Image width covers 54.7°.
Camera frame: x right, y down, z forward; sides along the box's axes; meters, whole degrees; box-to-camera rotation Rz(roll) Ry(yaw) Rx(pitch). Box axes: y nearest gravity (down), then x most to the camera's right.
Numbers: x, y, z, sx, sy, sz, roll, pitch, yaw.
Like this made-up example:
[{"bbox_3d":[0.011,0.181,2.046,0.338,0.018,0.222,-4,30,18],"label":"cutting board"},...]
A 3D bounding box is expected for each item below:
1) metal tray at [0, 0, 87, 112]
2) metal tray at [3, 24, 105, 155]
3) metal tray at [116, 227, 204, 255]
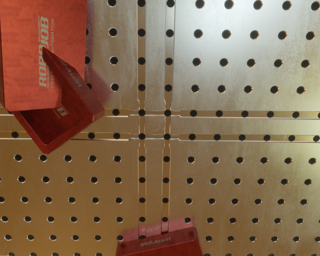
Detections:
[{"bbox_3d":[-0.134,-0.087,0.352,0.091,0.030,0.129,-8,115,-35],"label":"metal tray"},{"bbox_3d":[-0.139,-0.044,0.370,0.090,0.030,0.130,-33,96,22],"label":"metal tray"},{"bbox_3d":[0.005,0.215,0.490,0.131,0.030,0.089,-14,110,4],"label":"metal tray"}]
